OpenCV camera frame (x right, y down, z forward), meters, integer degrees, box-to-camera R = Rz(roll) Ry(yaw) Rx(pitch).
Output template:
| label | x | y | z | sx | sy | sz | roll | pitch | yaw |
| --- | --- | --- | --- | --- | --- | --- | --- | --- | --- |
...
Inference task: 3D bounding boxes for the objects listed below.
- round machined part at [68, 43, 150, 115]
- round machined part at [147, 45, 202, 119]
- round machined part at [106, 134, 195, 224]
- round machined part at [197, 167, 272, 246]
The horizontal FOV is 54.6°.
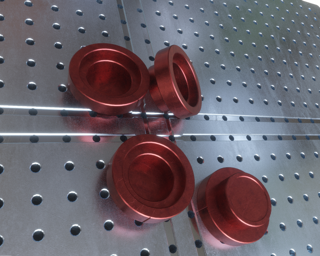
| label | x | y | z | sx | sy | sz | roll | pitch | yaw |
| --- | --- | --- | --- | --- | --- | --- | --- | --- | --- |
| round machined part | -0.065 | -0.057 | 0.391 | 0.099 | 0.042 | 0.098 | 10 | 56 | -15 |
| round machined part | 0.017 | -0.059 | 0.423 | 0.098 | 0.042 | 0.098 | 39 | 43 | -48 |
| round machined part | -0.013 | 0.059 | 0.353 | 0.099 | 0.042 | 0.098 | 14 | 56 | -21 |
| round machined part | 0.100 | 0.095 | 0.393 | 0.099 | 0.042 | 0.098 | 13 | 56 | -21 |
